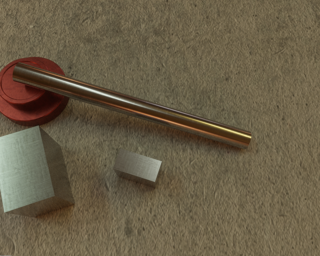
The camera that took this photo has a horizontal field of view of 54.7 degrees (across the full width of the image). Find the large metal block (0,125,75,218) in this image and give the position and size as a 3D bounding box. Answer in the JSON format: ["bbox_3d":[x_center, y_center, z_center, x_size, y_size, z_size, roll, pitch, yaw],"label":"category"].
[{"bbox_3d":[-0.143,0.054,0.358,0.050,0.080,0.080,-18,71,-7],"label":"large metal block"}]

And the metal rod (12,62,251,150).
[{"bbox_3d":[-0.031,-0.026,0.392,0.302,0.025,0.025,16,71,-5],"label":"metal rod"}]

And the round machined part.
[{"bbox_3d":[-0.176,-0.055,0.417,0.099,0.042,0.098,0,70,-1],"label":"round machined part"}]

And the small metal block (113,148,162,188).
[{"bbox_3d":[-0.026,0.050,0.376,0.050,0.050,0.025,17,71,6],"label":"small metal block"}]
